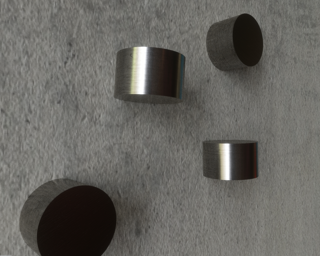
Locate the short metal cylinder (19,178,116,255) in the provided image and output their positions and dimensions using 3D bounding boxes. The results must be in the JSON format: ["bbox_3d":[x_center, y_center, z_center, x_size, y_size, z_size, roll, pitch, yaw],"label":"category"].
[{"bbox_3d":[-0.092,0.094,0.313,0.081,0.050,0.079,0,90,-40],"label":"short metal cylinder"}]

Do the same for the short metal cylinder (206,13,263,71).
[{"bbox_3d":[0.119,-0.134,0.491,0.081,0.050,0.079,0,90,-40],"label":"short metal cylinder"}]

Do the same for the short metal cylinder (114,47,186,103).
[{"bbox_3d":[-0.012,-0.058,0.361,0.081,0.080,0.050,5,87,-40],"label":"short metal cylinder"}]

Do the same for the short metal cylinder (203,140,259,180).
[{"bbox_3d":[0.104,0.045,0.459,0.081,0.080,0.050,-2,92,-40],"label":"short metal cylinder"}]
